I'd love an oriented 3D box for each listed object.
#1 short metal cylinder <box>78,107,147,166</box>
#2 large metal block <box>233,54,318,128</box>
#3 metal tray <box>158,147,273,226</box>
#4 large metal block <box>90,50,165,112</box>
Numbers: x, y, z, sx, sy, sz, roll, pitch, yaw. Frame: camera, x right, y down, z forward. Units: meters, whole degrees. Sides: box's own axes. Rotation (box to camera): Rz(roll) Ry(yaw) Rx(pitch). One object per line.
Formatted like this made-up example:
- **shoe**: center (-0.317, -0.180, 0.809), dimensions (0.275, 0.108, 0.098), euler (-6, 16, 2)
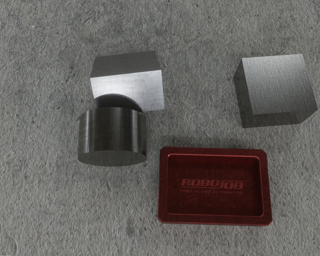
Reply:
- **short metal cylinder**: center (-0.057, 0.013, 0.374), dimensions (0.081, 0.080, 0.050), euler (-2, 70, -1)
- **large metal block**: center (0.150, -0.048, 0.414), dimensions (0.081, 0.050, 0.080), euler (-5, 70, -2)
- **metal tray**: center (0.064, 0.071, 0.379), dimensions (0.131, 0.030, 0.090), euler (2, 70, 0)
- **large metal block**: center (-0.040, -0.059, 0.395), dimensions (0.081, 0.050, 0.080), euler (-7, 30, -3)
